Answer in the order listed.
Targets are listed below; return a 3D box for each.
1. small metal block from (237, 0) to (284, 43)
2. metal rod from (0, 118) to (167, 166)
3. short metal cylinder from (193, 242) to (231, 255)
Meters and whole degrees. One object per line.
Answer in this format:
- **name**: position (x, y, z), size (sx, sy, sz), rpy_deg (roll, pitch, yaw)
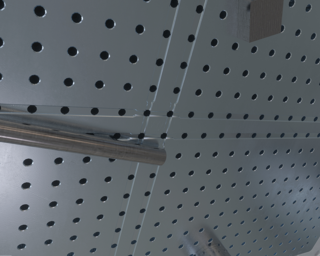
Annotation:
- **small metal block**: position (0.127, -0.142, 0.393), size (0.050, 0.025, 0.050), rpy_deg (-21, 127, -16)
- **metal rod**: position (-0.120, 0.013, 0.353), size (0.302, 0.025, 0.025), rpy_deg (13, 112, -34)
- **short metal cylinder**: position (0.109, 0.279, 0.628), size (0.081, 0.050, 0.079), rpy_deg (-14, 124, -21)
